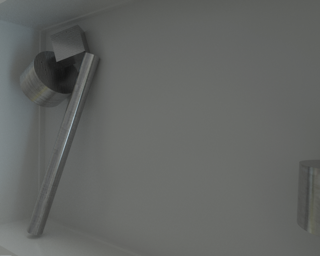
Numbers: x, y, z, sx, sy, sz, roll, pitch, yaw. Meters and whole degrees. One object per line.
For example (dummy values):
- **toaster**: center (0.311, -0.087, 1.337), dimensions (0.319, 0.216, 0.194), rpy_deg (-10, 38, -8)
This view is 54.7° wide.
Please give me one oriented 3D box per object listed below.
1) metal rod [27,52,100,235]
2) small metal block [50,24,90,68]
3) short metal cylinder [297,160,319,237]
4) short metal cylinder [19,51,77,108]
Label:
- **metal rod**: center (-0.155, 0.025, 0.497), dimensions (0.025, 0.025, 0.298), rpy_deg (19, 91, 38)
- **small metal block**: center (-0.147, -0.135, 0.511), dimensions (0.050, 0.025, 0.050), rpy_deg (-19, 76, 7)
- **short metal cylinder**: center (0.153, 0.055, 0.244), dimensions (0.080, 0.081, 0.050), rpy_deg (3, 92, 39)
- **short metal cylinder**: center (-0.184, -0.081, 0.520), dimensions (0.050, 0.081, 0.080), rpy_deg (-30, 71, 36)
